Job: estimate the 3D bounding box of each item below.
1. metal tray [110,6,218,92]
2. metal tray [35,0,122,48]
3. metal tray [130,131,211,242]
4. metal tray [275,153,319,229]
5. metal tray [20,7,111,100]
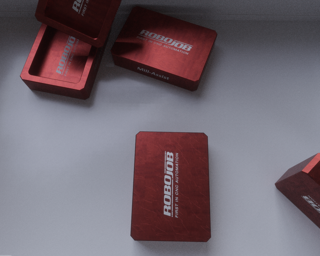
[{"bbox_3d":[0.007,-0.116,0.449,0.131,0.030,0.090,20,71,7],"label":"metal tray"},{"bbox_3d":[-0.090,-0.177,0.380,0.090,0.129,0.030,22,31,-14],"label":"metal tray"},{"bbox_3d":[0.013,0.071,0.381,0.091,0.030,0.130,1,70,0],"label":"metal tray"},{"bbox_3d":[0.200,0.093,0.342,0.030,0.090,0.130,-42,75,-13],"label":"metal tray"},{"bbox_3d":[-0.131,-0.111,0.446,0.090,0.030,0.130,11,70,4],"label":"metal tray"}]
